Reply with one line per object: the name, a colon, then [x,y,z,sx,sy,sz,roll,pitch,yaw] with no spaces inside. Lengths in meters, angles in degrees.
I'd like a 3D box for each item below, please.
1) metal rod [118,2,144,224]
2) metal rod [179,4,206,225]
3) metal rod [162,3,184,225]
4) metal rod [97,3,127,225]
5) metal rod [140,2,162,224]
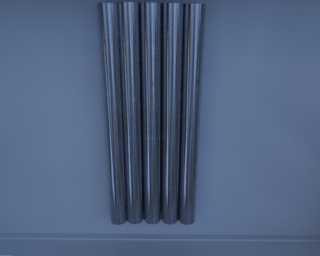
metal rod: [-0.036,-0.005,0.408,0.025,0.025,0.298,0,110,0]
metal rod: [0.040,-0.004,0.409,0.025,0.025,0.298,0,110,0]
metal rod: [0.015,-0.004,0.408,0.025,0.025,0.298,0,110,0]
metal rod: [-0.060,-0.004,0.408,0.025,0.025,0.298,0,110,0]
metal rod: [-0.011,-0.005,0.408,0.025,0.025,0.298,0,110,0]
